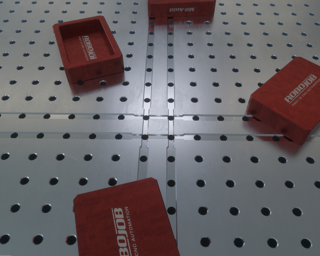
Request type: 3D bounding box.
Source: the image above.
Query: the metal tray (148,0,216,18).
[{"bbox_3d":[0.039,-0.262,0.625,0.131,0.030,0.090,-3,50,-3],"label":"metal tray"}]

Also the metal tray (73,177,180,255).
[{"bbox_3d":[-0.031,0.119,0.305,0.091,0.030,0.130,-12,51,-10],"label":"metal tray"}]

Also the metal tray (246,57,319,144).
[{"bbox_3d":[0.199,-0.045,0.443,0.131,0.030,0.090,-37,59,-27],"label":"metal tray"}]

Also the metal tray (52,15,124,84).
[{"bbox_3d":[-0.121,-0.135,0.517,0.091,0.030,0.130,-16,52,-13],"label":"metal tray"}]
